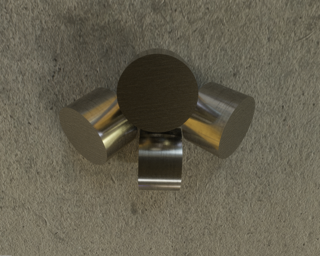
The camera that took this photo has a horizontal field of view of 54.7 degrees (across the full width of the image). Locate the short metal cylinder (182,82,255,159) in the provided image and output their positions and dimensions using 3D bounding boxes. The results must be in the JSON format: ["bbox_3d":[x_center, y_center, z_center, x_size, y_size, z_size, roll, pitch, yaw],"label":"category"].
[{"bbox_3d":[0.071,-0.009,0.373,0.050,0.081,0.079,28,113,31],"label":"short metal cylinder"}]

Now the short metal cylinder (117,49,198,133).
[{"bbox_3d":[-0.002,-0.041,0.328,0.081,0.050,0.079,0,110,-1],"label":"short metal cylinder"}]

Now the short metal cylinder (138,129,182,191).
[{"bbox_3d":[0.000,0.039,0.395,0.050,0.080,0.079,2,110,-1],"label":"short metal cylinder"}]

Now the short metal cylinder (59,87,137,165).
[{"bbox_3d":[-0.074,-0.002,0.374,0.080,0.050,0.079,28,139,28],"label":"short metal cylinder"}]

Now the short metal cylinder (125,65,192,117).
[{"bbox_3d":[0.000,-0.042,0.382,0.081,0.050,0.079,0,110,-1],"label":"short metal cylinder"}]
